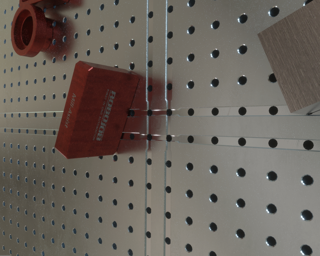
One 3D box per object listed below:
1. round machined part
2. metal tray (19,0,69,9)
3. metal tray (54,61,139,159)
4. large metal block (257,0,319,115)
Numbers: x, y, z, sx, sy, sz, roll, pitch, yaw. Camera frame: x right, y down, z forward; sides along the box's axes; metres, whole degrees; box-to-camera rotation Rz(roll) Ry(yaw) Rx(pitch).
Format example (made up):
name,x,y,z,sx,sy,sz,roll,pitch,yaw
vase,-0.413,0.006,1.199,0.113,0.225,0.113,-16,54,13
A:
name,x,y,z,sx,sy,sz,roll,pitch,yaw
round machined part,-0.245,-0.186,0.601,0.098,0.042,0.097,0,90,40
metal tray,-0.220,-0.278,0.587,0.130,0.030,0.089,7,94,39
metal tray,-0.088,-0.023,0.439,0.030,0.091,0.129,30,109,36
large metal block,0.146,-0.065,0.272,0.080,0.050,0.080,-27,73,36
